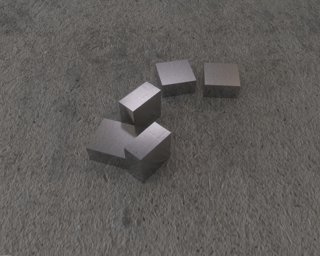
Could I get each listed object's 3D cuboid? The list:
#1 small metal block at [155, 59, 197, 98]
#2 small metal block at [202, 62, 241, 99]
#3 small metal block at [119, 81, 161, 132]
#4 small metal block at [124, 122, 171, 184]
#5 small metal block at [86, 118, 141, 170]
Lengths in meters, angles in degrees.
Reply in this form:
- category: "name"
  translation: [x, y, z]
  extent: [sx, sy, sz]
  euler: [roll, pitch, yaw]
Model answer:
- category: "small metal block"
  translation: [0.023, -0.075, 0.466]
  extent: [0.050, 0.025, 0.050]
  euler: [-9, 51, -8]
- category: "small metal block"
  translation: [0.091, -0.071, 0.464]
  extent: [0.050, 0.025, 0.050]
  euler: [3, 50, 2]
- category: "small metal block"
  translation: [-0.025, -0.025, 0.407]
  extent: [0.025, 0.050, 0.050]
  euler: [34, 58, 25]
- category: "small metal block"
  translation: [-0.013, 0.029, 0.362]
  extent: [0.025, 0.050, 0.050]
  euler: [34, 58, 25]
- category: "small metal block"
  translation: [-0.056, 0.019, 0.386]
  extent: [0.050, 0.025, 0.050]
  euler: [14, 51, 11]
